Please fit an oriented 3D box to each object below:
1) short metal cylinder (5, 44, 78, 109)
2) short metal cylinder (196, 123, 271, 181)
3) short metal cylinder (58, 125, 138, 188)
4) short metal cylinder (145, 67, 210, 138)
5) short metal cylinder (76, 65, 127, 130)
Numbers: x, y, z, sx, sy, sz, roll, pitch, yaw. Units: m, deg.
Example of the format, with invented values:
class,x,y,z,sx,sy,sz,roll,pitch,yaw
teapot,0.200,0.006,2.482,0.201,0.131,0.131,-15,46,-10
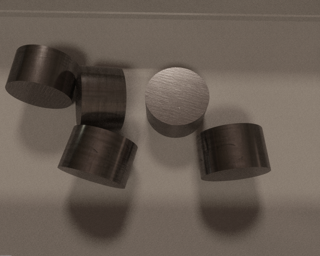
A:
class,x,y,z,sx,sy,sz,roll,pitch,yaw
short metal cylinder,-0.151,-0.064,0.402,0.080,0.080,0.050,6,70,2
short metal cylinder,0.086,0.031,0.370,0.081,0.080,0.050,-4,70,-2
short metal cylinder,-0.072,0.036,0.366,0.080,0.080,0.050,15,71,5
short metal cylinder,0.021,-0.032,0.408,0.081,0.050,0.080,0,70,0
short metal cylinder,-0.076,-0.037,0.387,0.050,0.080,0.080,0,69,-20
